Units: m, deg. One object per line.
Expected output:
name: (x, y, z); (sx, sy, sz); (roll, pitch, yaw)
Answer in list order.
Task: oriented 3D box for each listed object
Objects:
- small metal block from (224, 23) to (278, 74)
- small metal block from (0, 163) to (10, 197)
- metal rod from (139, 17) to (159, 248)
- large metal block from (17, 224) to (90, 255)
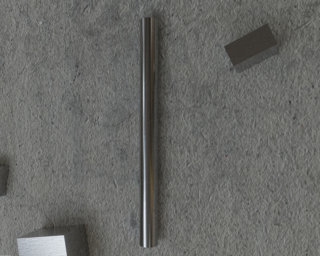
small metal block: (0.106, -0.090, 0.358); (0.050, 0.050, 0.025); (-26, 82, 18)
small metal block: (-0.278, 0.082, 0.505); (0.050, 0.025, 0.050); (9, 93, 19)
metal rod: (-0.015, 0.006, 0.413); (0.025, 0.025, 0.298); (0, 90, 19)
large metal block: (-0.151, 0.189, 0.447); (0.080, 0.050, 0.080); (-10, 87, 19)
